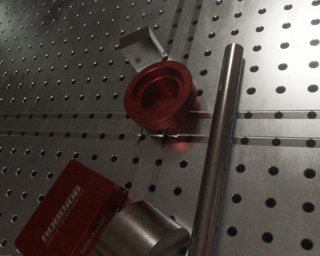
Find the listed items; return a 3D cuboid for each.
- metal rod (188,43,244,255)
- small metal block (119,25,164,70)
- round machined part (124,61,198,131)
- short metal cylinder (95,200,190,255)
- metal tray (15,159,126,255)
[{"bbox_3d":[0.067,0.026,0.356,0.025,0.025,0.300,0,62,28],"label":"metal rod"},{"bbox_3d":[-0.028,-0.123,0.481,0.050,0.050,0.025,-20,54,16],"label":"small metal block"},{"bbox_3d":[0.004,-0.039,0.418,0.098,0.042,0.098,-13,57,21],"label":"round machined part"},{"bbox_3d":[-0.016,0.120,0.307,0.050,0.080,0.080,28,77,37],"label":"short metal cylinder"},{"bbox_3d":[-0.114,0.114,0.393,0.090,0.030,0.130,22,73,35],"label":"metal tray"}]
